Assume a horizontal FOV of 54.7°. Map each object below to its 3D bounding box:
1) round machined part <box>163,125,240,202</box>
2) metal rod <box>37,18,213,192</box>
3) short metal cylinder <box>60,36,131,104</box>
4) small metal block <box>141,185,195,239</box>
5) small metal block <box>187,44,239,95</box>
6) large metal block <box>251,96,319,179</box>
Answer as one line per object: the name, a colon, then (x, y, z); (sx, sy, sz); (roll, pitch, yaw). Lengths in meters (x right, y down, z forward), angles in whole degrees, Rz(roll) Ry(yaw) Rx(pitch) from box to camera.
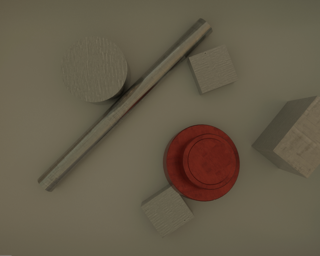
round machined part: (0.056, 0.043, 0.392); (0.099, 0.042, 0.097); (2, 80, -12)
metal rod: (-0.045, -0.030, 0.410); (0.300, 0.025, 0.025); (-45, 91, -1)
short metal cylinder: (-0.080, -0.071, 0.398); (0.081, 0.050, 0.079); (0, 90, -1)
small metal block: (0.010, 0.108, 0.412); (0.050, 0.025, 0.050); (-34, 90, 0)
small metal block: (0.069, -0.077, 0.412); (0.050, 0.025, 0.050); (-21, 90, -1)
large metal block: (0.171, 0.010, 0.386); (0.050, 0.080, 0.080); (39, 90, -1)
